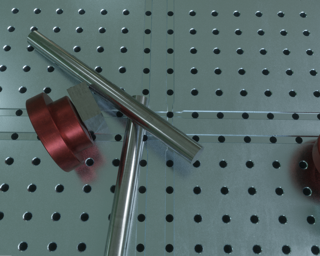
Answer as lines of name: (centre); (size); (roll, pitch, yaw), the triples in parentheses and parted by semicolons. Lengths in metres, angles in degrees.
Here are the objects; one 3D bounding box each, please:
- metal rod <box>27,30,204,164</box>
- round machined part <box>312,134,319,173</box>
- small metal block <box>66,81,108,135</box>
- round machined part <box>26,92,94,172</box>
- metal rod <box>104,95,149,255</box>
metal rod: (-0.071, -0.050, 0.408); (0.300, 0.025, 0.025); (36, 74, 20)
round machined part: (0.238, 0.042, 0.379); (0.099, 0.042, 0.098); (-2, 52, 2)
small metal block: (-0.094, -0.025, 0.407); (0.025, 0.050, 0.050); (-28, 73, -10)
round machined part: (-0.114, 0.000, 0.371); (0.042, 0.098, 0.098); (-28, 73, -7)
metal rod: (-0.046, 0.100, 0.374); (0.025, 0.025, 0.299); (7, 70, 2)
